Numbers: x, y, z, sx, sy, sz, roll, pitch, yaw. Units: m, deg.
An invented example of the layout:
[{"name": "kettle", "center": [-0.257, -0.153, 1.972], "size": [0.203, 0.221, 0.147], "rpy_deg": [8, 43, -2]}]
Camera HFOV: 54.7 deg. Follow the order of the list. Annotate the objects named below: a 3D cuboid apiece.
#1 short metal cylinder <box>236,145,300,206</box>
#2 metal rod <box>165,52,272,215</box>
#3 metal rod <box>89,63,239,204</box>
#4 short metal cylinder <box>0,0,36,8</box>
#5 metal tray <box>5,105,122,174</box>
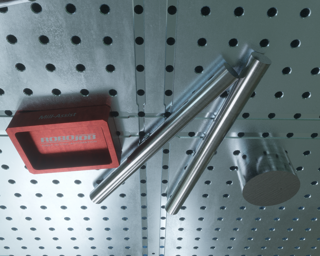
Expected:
[{"name": "short metal cylinder", "center": [0.158, 0.071, 0.459], "size": [0.081, 0.050, 0.079], "rpy_deg": [0, 130, 0]}, {"name": "metal rod", "center": [0.067, 0.030, 0.437], "size": [0.025, 0.025, 0.298], "rpy_deg": [14, 129, -12]}, {"name": "metal rod", "center": [-0.011, 0.023, 0.431], "size": [0.025, 0.025, 0.299], "rpy_deg": [31, 123, -24]}, {"name": "short metal cylinder", "center": [-0.141, -0.141, 0.253], "size": [0.050, 0.080, 0.080], "rpy_deg": [-9, 130, 7]}, {"name": "metal tray", "center": [-0.125, 0.018, 0.422], "size": [0.131, 0.030, 0.089], "rpy_deg": [-5, 130, 3]}]
